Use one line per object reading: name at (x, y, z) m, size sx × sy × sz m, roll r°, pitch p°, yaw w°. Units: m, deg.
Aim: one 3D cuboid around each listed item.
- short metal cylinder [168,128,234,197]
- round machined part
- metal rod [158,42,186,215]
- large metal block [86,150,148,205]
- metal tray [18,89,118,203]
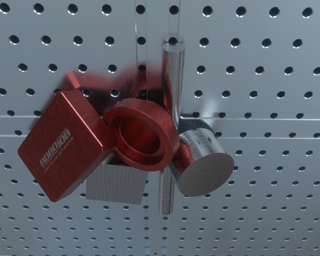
short metal cylinder at (0.052, 0.047, 0.418) m, size 0.081 × 0.050 × 0.079 m, roll -14°, pitch 132°, yaw -15°
round machined part at (-0.020, 0.004, 0.387) m, size 0.098 × 0.042 × 0.097 m, roll 16°, pitch 132°, yaw 19°
metal rod at (0.013, 0.025, 0.434) m, size 0.025 × 0.025 × 0.298 m, roll 1°, pitch 130°, yaw -1°
large metal block at (-0.061, 0.063, 0.448) m, size 0.081 × 0.050 × 0.079 m, roll 8°, pitch 130°, yaw -7°
metal tray at (-0.122, 0.025, 0.396) m, size 0.129 × 0.030 × 0.090 m, roll -44°, pitch 80°, yaw 30°
